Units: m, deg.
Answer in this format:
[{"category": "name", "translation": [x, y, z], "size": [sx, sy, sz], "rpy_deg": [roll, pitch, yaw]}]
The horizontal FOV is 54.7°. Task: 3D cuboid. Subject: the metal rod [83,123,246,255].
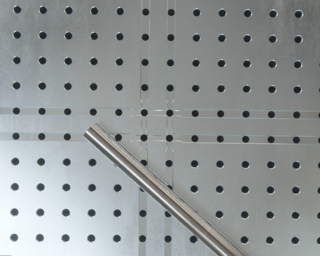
[{"category": "metal rod", "translation": [0.019, 0.102, 0.413], "size": [0.300, 0.025, 0.025], "rpy_deg": [42, 90, 0]}]
